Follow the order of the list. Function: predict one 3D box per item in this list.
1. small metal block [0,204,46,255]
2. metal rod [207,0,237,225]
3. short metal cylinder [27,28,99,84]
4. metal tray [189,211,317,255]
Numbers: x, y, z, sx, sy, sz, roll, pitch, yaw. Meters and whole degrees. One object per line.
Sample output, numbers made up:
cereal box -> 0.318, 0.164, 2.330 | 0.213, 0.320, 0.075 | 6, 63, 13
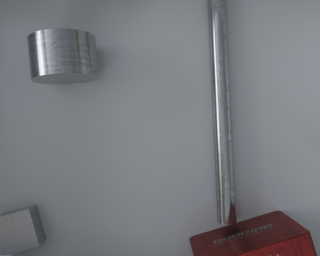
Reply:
small metal block -> -0.186, 0.134, 0.409 | 0.050, 0.025, 0.050 | -16, 90, -1
metal rod -> 0.082, -0.024, 0.412 | 0.025, 0.025, 0.298 | -3, 90, -1
short metal cylinder -> -0.118, -0.085, 0.382 | 0.081, 0.080, 0.050 | -5, 90, -1
metal tray -> 0.106, 0.145, 0.380 | 0.131, 0.090, 0.030 | -17, 90, -1
